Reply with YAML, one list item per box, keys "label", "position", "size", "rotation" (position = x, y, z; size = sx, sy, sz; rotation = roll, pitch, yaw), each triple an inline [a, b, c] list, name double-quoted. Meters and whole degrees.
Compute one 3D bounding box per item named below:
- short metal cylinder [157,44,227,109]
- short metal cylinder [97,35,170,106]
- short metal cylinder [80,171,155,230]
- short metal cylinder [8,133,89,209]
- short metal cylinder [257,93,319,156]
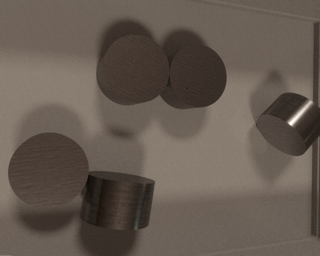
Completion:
- label: "short metal cylinder"
  position: [0.041, -0.066, 0.413]
  size: [0.081, 0.050, 0.079]
  rotation: [0, 90, -21]
- label: "short metal cylinder"
  position: [-0.035, -0.069, 0.385]
  size: [0.081, 0.050, 0.079]
  rotation: [0, 90, -21]
- label: "short metal cylinder"
  position: [-0.049, 0.082, 0.364]
  size: [0.081, 0.080, 0.050]
  rotation: [10, 87, -20]
- label: "short metal cylinder"
  position: [-0.125, 0.045, 0.352]
  size: [0.081, 0.050, 0.079]
  rotation: [0, 90, -21]
- label: "short metal cylinder"
  position: [0.191, -0.005, 0.454]
  size: [0.050, 0.080, 0.080]
  rotation: [-43, 104, -15]
